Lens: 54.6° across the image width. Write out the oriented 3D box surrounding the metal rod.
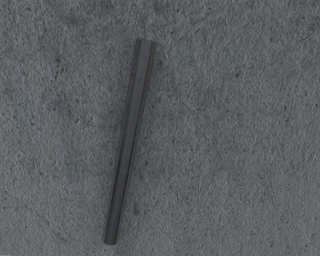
[{"bbox_3d":[-0.045,0.032,0.421,0.025,0.025,0.298,11,110,-4],"label":"metal rod"}]
